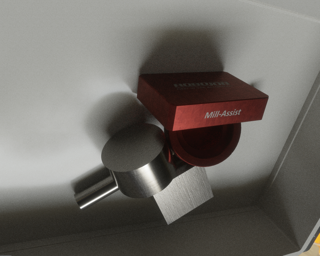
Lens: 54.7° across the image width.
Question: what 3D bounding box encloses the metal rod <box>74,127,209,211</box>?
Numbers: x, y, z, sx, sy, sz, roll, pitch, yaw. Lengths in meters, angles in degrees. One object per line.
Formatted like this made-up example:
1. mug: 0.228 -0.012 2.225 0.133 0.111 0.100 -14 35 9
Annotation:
1. metal rod: 0.022 0.027 0.437 0.302 0.025 0.025 -29 129 -10

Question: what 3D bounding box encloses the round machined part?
1. round machined part: 0.053 0.000 0.408 0.099 0.042 0.097 -1 93 -14

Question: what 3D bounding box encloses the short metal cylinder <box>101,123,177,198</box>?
1. short metal cylinder: -0.025 0.039 0.383 0.080 0.080 0.050 -30 129 -10

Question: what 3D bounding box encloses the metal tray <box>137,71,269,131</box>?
1. metal tray: 0.049 -0.037 0.369 0.131 0.090 0.030 -7 122 -26

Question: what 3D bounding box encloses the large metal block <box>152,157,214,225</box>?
1. large metal block: 0.024 0.082 0.454 0.080 0.050 0.080 -29 129 -10
